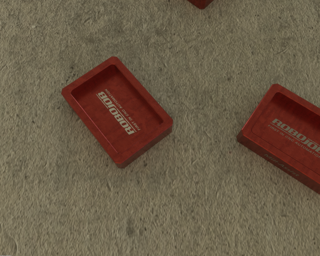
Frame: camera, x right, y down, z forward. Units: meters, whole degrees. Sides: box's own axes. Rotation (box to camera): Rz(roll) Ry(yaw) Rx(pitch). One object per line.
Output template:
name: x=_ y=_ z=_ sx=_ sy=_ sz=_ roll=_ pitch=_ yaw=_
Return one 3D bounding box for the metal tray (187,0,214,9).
metal tray: x=0.049 y=-0.261 z=0.501 sx=0.130 sy=0.030 sz=0.090 roll=41 pitch=75 yaw=13

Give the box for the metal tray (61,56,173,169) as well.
metal tray: x=-0.056 y=-0.023 z=0.413 sx=0.090 sy=0.030 sz=0.130 roll=-37 pitch=74 yaw=-13

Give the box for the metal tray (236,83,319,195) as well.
metal tray: x=0.179 y=0.012 z=0.401 sx=0.130 sy=0.030 sz=0.090 roll=34 pitch=73 yaw=11
